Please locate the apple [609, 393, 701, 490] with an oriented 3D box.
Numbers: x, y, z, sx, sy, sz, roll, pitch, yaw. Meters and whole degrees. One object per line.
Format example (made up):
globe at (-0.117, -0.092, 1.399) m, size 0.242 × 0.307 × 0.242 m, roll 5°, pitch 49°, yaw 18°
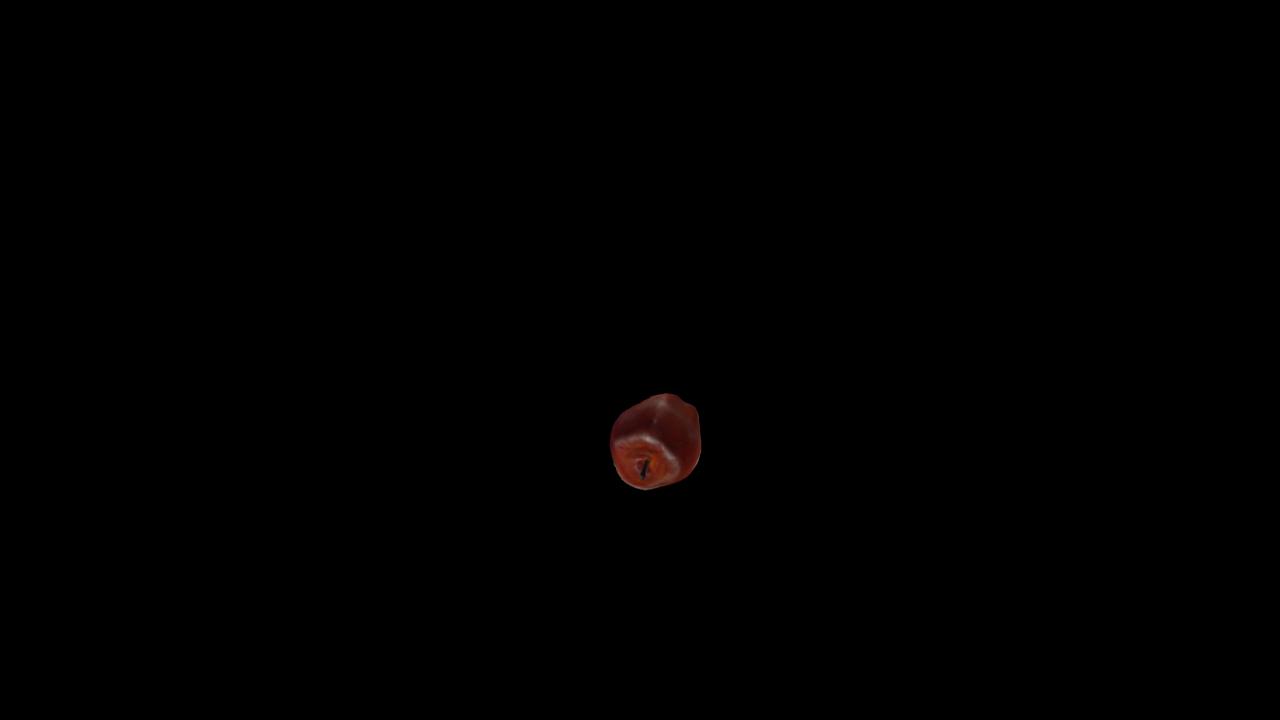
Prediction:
apple at (0.015, 0.070, 0.528) m, size 0.079 × 0.079 × 0.093 m, roll 0°, pitch 27°, yaw 21°
